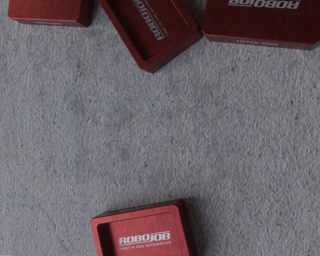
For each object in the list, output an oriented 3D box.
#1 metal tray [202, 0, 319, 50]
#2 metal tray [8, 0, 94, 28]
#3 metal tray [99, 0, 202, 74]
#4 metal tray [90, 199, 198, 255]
[{"bbox_3d":[0.122,-0.145,0.363,0.130,0.030,0.089,11,94,19],"label":"metal tray"},{"bbox_3d":[-0.162,-0.202,0.463,0.130,0.030,0.089,9,93,19],"label":"metal tray"},{"bbox_3d":[-0.015,-0.150,0.411,0.090,0.030,0.130,-34,79,16],"label":"metal tray"},{"bbox_3d":[-0.022,0.152,0.413,0.130,0.030,0.090,-15,85,19],"label":"metal tray"}]
